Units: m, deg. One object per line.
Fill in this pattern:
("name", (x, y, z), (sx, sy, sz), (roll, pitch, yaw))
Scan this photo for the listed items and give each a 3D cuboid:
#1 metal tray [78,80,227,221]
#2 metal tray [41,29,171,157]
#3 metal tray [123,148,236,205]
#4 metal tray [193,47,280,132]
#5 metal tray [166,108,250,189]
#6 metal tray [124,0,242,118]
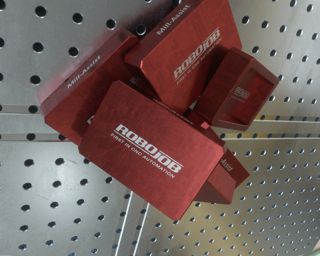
("metal tray", (-0.010, 0.021, 0.320), (0.090, 0.130, 0.030), (-59, 169, 14))
("metal tray", (-0.056, -0.035, 0.355), (0.130, 0.030, 0.090), (-43, 130, 2))
("metal tray", (0.018, 0.061, 0.396), (0.090, 0.130, 0.030), (45, 54, -39))
("metal tray", (0.104, -0.043, 0.406), (0.131, 0.030, 0.090), (7, 118, -56))
("metal tray", (0.058, 0.019, 0.410), (0.030, 0.090, 0.130), (-44, 129, 2))
("metal tray", (0.032, -0.084, 0.349), (0.130, 0.030, 0.090), (-47, 134, -14))
